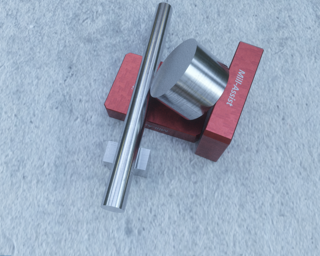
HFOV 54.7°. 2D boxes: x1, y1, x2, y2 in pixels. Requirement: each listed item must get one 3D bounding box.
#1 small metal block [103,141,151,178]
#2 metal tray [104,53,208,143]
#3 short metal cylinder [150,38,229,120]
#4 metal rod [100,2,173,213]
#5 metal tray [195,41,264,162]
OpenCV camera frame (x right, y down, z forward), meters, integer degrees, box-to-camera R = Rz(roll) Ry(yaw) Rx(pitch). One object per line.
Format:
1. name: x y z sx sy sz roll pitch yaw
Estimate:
1. small metal block: -0.038 0.040 0.381 0.050 0.050 0.025 12 71 4
2. metal tray: 0.002 -0.042 0.422 0.131 0.030 0.090 17 71 6
3. short metal cylinder: 0.033 -0.056 0.362 0.050 0.080 0.080 33 70 -24
4. metal rod: -0.021 -0.046 0.385 0.025 0.025 0.300 10 61 3
5. metal tray: 0.085 -0.030 0.387 0.030 0.090 0.130 22 71 7
